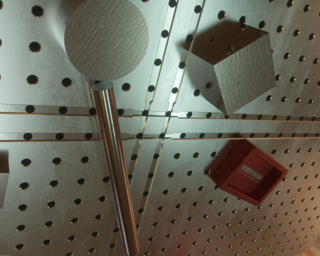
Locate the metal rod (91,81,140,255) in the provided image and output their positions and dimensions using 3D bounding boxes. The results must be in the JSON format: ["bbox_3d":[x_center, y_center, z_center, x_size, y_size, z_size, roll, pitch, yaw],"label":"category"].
[{"bbox_3d":[-0.055,0.077,0.429,0.025,0.025,0.298,-17,126,-19],"label":"metal rod"}]

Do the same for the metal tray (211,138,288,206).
[{"bbox_3d":[0.162,0.082,0.550,0.131,0.030,0.090,30,102,-38],"label":"metal tray"}]

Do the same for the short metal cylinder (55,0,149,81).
[{"bbox_3d":[-0.058,-0.093,0.307,0.081,0.050,0.079,-14,125,-21],"label":"short metal cylinder"}]

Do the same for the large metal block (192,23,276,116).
[{"bbox_3d":[0.098,-0.076,0.404,0.080,0.050,0.080,-32,129,-8],"label":"large metal block"}]

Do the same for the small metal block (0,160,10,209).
[{"bbox_3d":[-0.198,0.062,0.342,0.050,0.025,0.050,7,115,-32],"label":"small metal block"}]
